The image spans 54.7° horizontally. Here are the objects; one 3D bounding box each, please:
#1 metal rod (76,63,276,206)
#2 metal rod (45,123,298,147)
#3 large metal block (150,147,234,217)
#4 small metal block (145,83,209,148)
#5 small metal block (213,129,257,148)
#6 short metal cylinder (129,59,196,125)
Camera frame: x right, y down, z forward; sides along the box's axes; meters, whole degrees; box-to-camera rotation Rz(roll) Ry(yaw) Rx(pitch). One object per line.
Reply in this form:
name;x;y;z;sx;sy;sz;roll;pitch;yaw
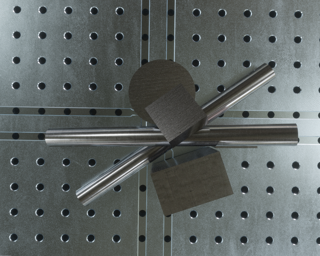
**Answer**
metal rod;0.021;0.009;0.411;0.301;0.025;0.025;-34;90;0
metal rod;0.003;0.010;0.375;0.301;0.025;0.025;-1;90;13
large metal block;0.035;0.061;0.382;0.080;0.080;0.050;-18;90;0
small metal block;0.019;-0.014;0.352;0.050;0.025;0.050;-35;68;0
small metal block;0.093;0.012;0.398;0.050;0.050;0.025;0;90;1
short metal cylinder;0.003;-0.043;0.397;0.081;0.050;0.079;0;89;0
